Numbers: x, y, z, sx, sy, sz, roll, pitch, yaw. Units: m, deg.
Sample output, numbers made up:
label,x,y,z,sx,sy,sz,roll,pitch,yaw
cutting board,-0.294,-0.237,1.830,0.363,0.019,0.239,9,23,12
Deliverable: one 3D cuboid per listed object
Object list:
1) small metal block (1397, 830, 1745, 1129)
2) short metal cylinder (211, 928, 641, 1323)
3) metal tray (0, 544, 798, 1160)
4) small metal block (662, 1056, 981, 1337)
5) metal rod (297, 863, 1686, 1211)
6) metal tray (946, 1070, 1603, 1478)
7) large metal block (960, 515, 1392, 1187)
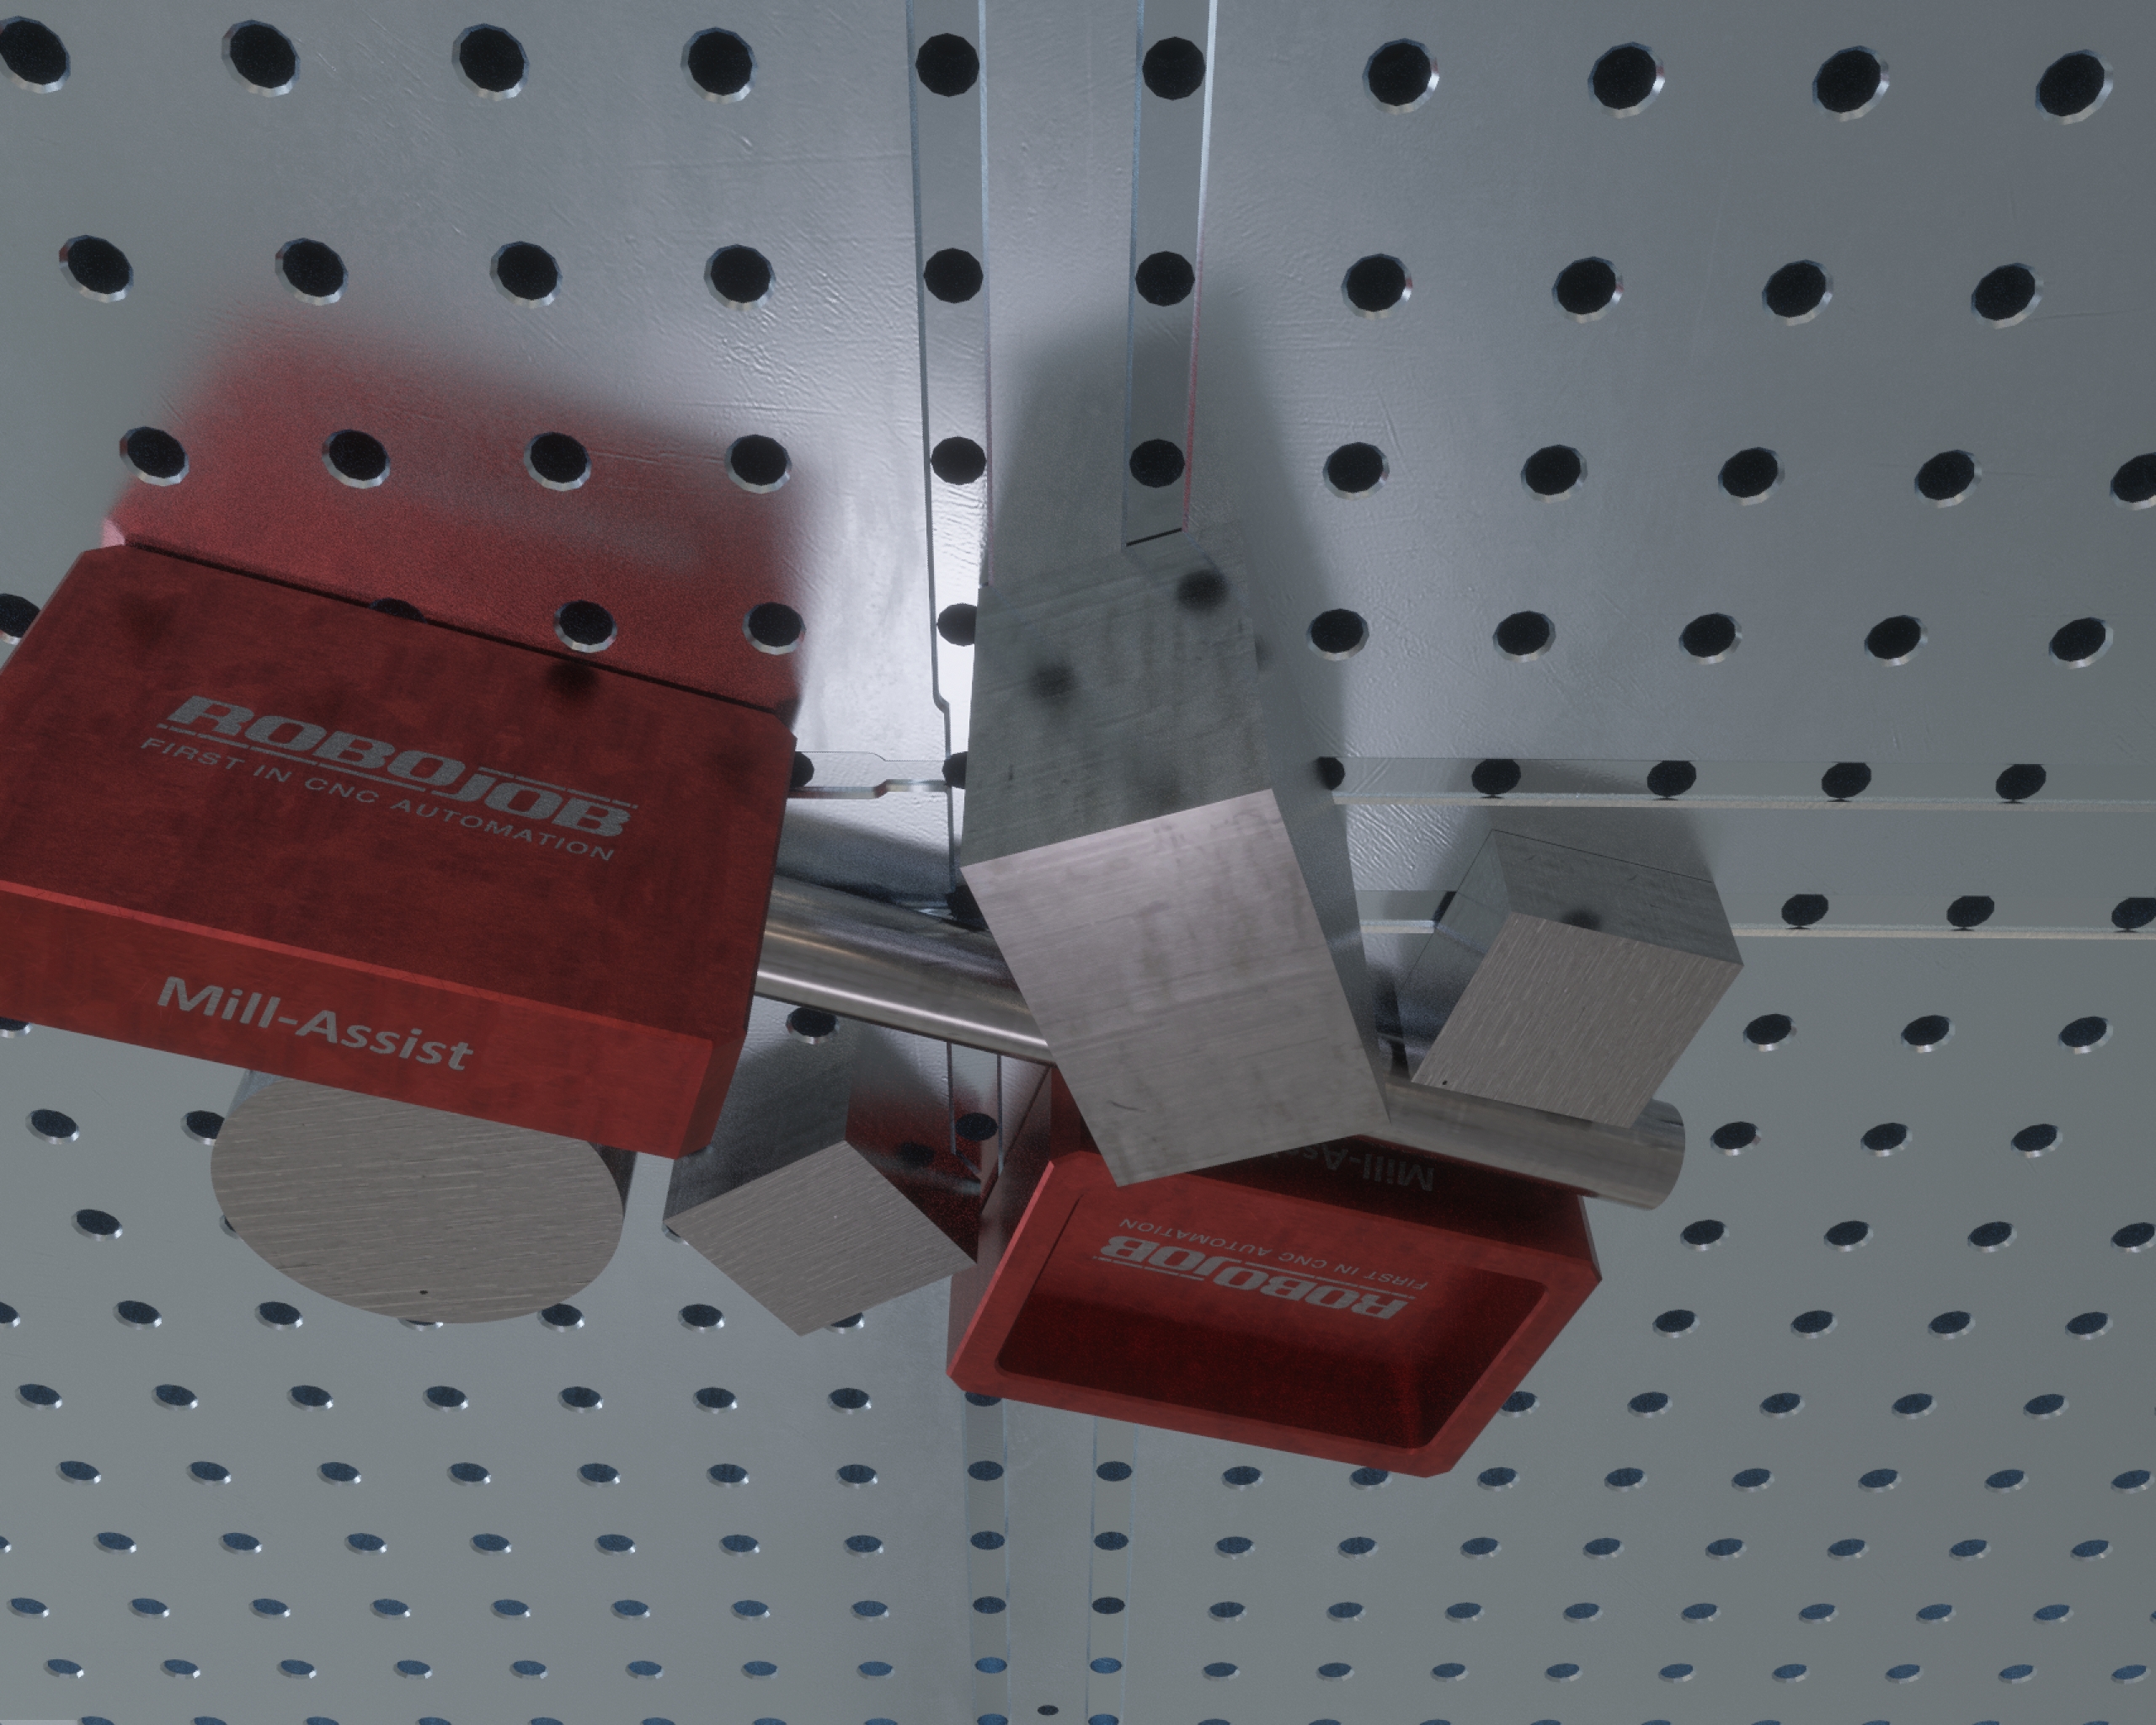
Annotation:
label,x,y,z,sx,sy,sz,roll,pitch,yaw
small metal block,0.101,0.025,0.433,0.050,0.025,0.050,13,129,-11
short metal cylinder,-0.132,0.052,0.437,0.081,0.050,0.079,0,130,0
metal tray,-0.120,-0.004,0.363,0.131,0.090,0.030,14,129,-12
small metal block,-0.058,0.077,0.478,0.050,0.025,0.050,-26,126,20
metal rod,-0.013,0.028,0.435,0.302,0.025,0.025,15,129,-13
metal tray,0.044,0.098,0.491,0.131,0.030,0.089,14,129,-12
large metal block,0.018,-0.002,0.375,0.050,0.080,0.080,-14,129,12
